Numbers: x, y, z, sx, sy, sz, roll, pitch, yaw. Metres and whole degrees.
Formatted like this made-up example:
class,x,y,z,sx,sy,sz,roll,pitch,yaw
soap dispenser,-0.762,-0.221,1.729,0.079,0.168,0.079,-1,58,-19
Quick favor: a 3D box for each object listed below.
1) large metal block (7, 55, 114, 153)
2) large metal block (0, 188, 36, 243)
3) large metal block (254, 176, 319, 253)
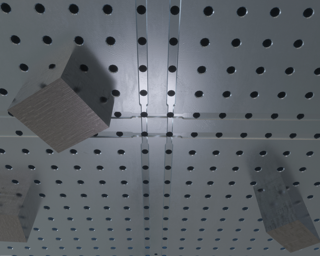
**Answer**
class,x,y,z,sx,sy,sz,roll,pitch,yaw
large metal block,-0.115,-0.026,0.372,0.080,0.050,0.080,-26,126,20
large metal block,-0.262,0.145,0.516,0.080,0.050,0.080,4,130,-4
large metal block,0.201,0.138,0.494,0.050,0.080,0.080,-33,123,25
